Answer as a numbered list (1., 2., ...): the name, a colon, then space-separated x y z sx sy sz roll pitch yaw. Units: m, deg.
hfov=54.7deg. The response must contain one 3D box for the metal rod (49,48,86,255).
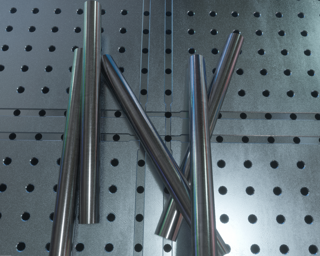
1. metal rod: -0.114 0.031 0.398 0.025 0.025 0.299 1 70 0

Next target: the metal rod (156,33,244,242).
1. metal rod: 0.060 -0.002 0.413 0.025 0.025 0.300 20 71 7

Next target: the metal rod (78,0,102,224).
1. metal rod: -0.091 -0.031 0.407 0.025 0.025 0.299 -2 75 -1

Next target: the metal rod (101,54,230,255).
1. metal rod: -0.009 0.019 0.385 0.025 0.025 0.299 -27 66 -10

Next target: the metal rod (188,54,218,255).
1. metal rod: 0.047 0.026 0.364 0.025 0.025 0.300 2 55 0
